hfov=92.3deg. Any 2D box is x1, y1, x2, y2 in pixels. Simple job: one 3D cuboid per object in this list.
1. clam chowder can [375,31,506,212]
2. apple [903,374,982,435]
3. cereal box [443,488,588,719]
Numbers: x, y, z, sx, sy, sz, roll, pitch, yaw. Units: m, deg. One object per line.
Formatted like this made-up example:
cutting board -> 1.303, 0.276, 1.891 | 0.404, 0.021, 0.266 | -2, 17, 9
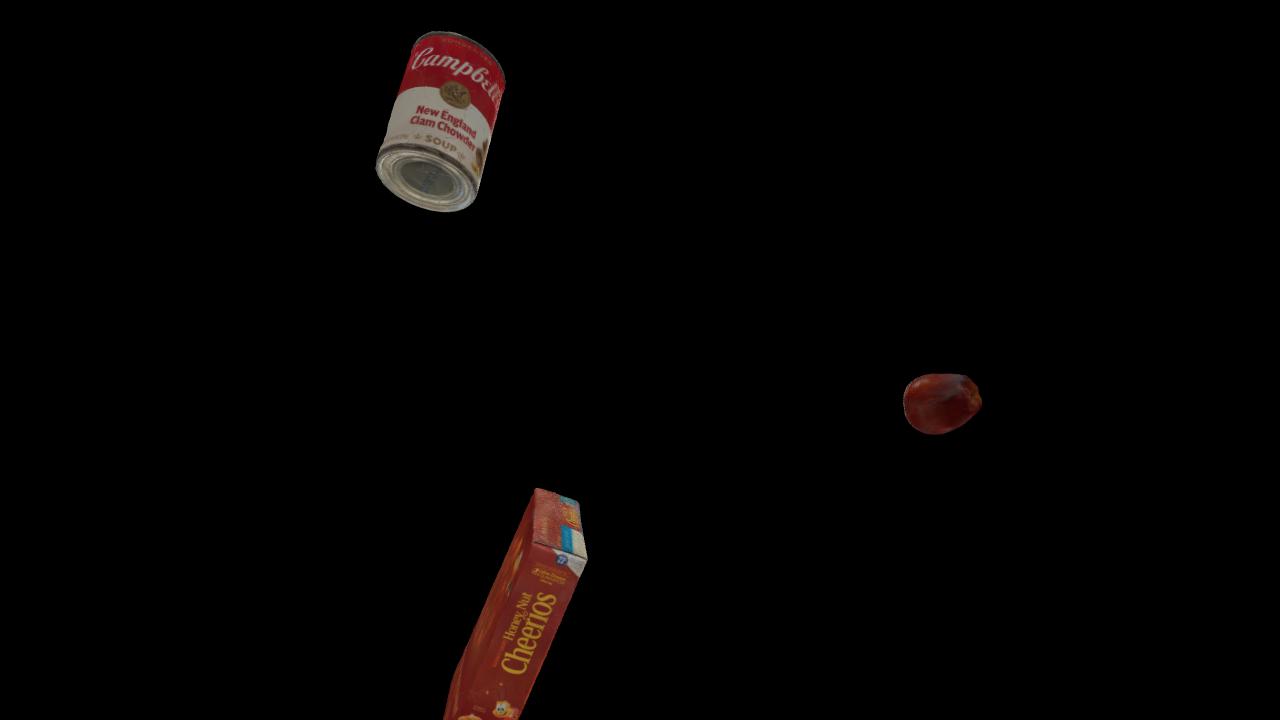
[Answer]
clam chowder can -> -0.137, -0.164, 0.428 | 0.068, 0.102, 0.068 | 6, -22, 2
apple -> 0.381, 0.055, 0.783 | 0.079, 0.079, 0.093 | 0, -14, -37
cereal box -> -0.162, 0.340, 0.794 | 0.081, 0.306, 0.203 | 24, 1, -11
